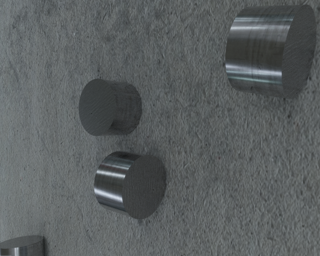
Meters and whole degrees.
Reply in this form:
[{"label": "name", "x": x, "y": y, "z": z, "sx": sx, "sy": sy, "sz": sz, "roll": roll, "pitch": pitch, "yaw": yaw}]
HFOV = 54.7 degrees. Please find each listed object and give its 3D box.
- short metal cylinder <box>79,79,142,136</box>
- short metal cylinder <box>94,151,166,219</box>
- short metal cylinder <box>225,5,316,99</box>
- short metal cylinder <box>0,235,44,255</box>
[{"label": "short metal cylinder", "x": -0.073, "y": -0.029, "z": 0.449, "sx": 0.080, "sy": 0.050, "sz": 0.080, "roll": 0, "pitch": 90, "yaw": 40}, {"label": "short metal cylinder", "x": -0.037, "y": 0.072, "z": 0.400, "sx": 0.050, "sy": 0.081, "sz": 0.079, "roll": 4, "pitch": 92, "yaw": 40}, {"label": "short metal cylinder", "x": 0.103, "y": -0.070, "z": 0.284, "sx": 0.050, "sy": 0.081, "sz": 0.079, "roll": 16, "pitch": 100, "yaw": 39}, {"label": "short metal cylinder", "x": -0.262, "y": 0.240, "z": 0.586, "sx": 0.080, "sy": 0.081, "sz": 0.050, "roll": -8, "pitch": 85, "yaw": 40}]
